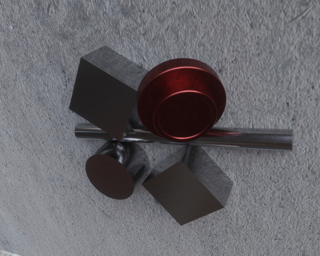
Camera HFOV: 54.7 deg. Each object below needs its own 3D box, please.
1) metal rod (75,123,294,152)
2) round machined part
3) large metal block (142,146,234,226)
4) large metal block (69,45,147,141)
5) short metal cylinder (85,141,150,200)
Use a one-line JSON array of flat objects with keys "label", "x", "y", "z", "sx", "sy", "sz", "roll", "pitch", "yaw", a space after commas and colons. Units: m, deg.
[{"label": "metal rod", "x": 0.012, "y": 0.009, "z": 0.408, "sx": 0.301, "sy": 0.025, "sz": 0.025, "roll": 2, "pitch": 119, "yaw": 27}, {"label": "round machined part", "x": 0.024, "y": -0.023, "z": 0.339, "sx": 0.099, "sy": 0.042, "sz": 0.097, "roll": -4, "pitch": 129, "yaw": -5}, {"label": "large metal block", "x": 0.037, "y": 0.075, "z": 0.418, "sx": 0.080, "sy": 0.050, "sz": 0.080, "roll": 48, "pitch": 129, "yaw": -6}, {"label": "large metal block", "x": -0.060, "y": -0.044, "z": 0.392, "sx": 0.080, "sy": 0.050, "sz": 0.079, "roll": 32, "pitch": 128, "yaw": 7}, {"label": "short metal cylinder", "x": -0.062, "y": 0.059, "z": 0.459, "sx": 0.080, "sy": 0.050, "sz": 0.079, "roll": 13, "pitch": 124, "yaw": 20}]
